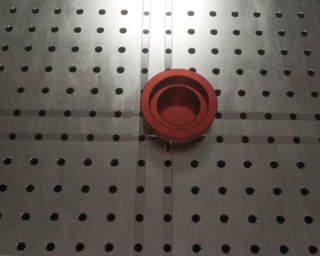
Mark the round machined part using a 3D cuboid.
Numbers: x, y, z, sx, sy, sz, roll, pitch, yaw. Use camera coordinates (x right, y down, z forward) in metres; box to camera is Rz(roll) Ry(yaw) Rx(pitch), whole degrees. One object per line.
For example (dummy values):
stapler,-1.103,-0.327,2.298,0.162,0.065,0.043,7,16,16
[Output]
round machined part,0.024,-0.026,0.413,0.099,0.042,0.098,0,70,-1
